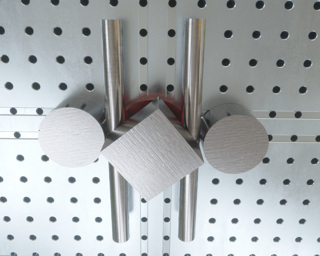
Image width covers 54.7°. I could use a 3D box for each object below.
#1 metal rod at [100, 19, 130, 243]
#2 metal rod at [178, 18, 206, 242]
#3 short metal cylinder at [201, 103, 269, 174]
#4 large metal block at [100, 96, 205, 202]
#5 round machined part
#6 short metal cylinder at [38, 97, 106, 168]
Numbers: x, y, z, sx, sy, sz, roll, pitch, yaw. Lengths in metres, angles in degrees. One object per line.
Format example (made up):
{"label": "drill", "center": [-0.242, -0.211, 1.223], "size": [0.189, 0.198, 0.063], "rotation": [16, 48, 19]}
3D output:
{"label": "metal rod", "center": [-0.055, 0.019, 0.397], "size": [0.025, 0.025, 0.298], "rotation": [0, 110, 0]}
{"label": "metal rod", "center": [0.039, 0.017, 0.398], "size": [0.025, 0.025, 0.298], "rotation": [0, 110, 0]}
{"label": "short metal cylinder", "center": [0.094, 0.013, 0.405], "size": [0.081, 0.050, 0.079], "rotation": [0, 110, 0]}
{"label": "large metal block", "center": [-0.008, 0.024, 0.358], "size": [0.080, 0.050, 0.080], "rotation": [-36, 106, 12]}
{"label": "round machined part", "center": [-0.008, 0.009, 0.408], "size": [0.099, 0.042, 0.097], "rotation": [0, 110, 0]}
{"label": "short metal cylinder", "center": [-0.108, 0.004, 0.400], "size": [0.081, 0.050, 0.079], "rotation": [0, 110, 0]}
